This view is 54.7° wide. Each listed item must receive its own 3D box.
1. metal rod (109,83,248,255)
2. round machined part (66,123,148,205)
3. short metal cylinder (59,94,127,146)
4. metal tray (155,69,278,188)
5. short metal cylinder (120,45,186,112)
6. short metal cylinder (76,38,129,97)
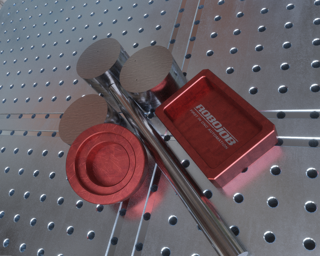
[{"bbox_3d":[0.003,0.033,0.387,0.025,0.025,0.300,-39,51,2],"label":"metal rod"},{"bbox_3d":[-0.063,0.046,0.389,0.098,0.042,0.098,-2,78,9],"label":"round machined part"},{"bbox_3d":[-0.096,-0.001,0.443,0.080,0.050,0.080,-13,56,21],"label":"short metal cylinder"},{"bbox_3d":[0.063,-0.005,0.374,0.090,0.030,0.130,-40,51,2],"label":"metal tray"},{"bbox_3d":[-0.009,-0.069,0.439,0.080,0.050,0.080,-13,56,21],"label":"short metal cylinder"},{"bbox_3d":[-0.085,-0.097,0.497,0.080,0.050,0.080,-13,56,21],"label":"short metal cylinder"}]
